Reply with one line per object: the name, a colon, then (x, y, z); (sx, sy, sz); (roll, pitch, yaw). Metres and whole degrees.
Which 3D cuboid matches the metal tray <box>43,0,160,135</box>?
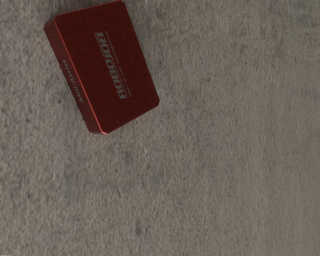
metal tray: (-0.060, -0.068, 0.352); (0.091, 0.030, 0.129); (-32, 110, -36)
